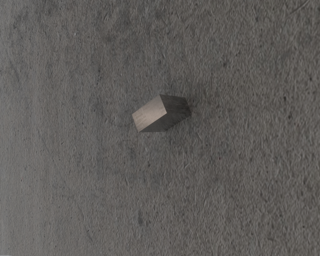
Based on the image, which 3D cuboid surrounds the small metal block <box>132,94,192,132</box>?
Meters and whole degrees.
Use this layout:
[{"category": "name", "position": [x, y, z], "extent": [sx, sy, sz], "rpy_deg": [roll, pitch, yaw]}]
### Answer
[{"category": "small metal block", "position": [0.003, -0.017, 0.388], "extent": [0.050, 0.050, 0.025], "rpy_deg": [-33, 70, 35]}]
